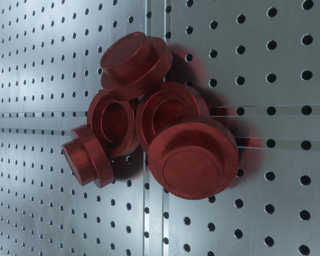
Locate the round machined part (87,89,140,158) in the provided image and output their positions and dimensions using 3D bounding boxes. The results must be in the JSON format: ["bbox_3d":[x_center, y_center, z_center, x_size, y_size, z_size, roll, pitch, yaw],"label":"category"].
[{"bbox_3d":[-0.057,-0.008,0.442,0.098,0.042,0.097,0,90,39],"label":"round machined part"}]

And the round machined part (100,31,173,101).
[{"bbox_3d":[-0.036,-0.084,0.393,0.098,0.042,0.098,-22,41,21],"label":"round machined part"}]

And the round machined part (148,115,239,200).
[{"bbox_3d":[0.035,0.038,0.333,0.098,0.042,0.097,4,118,9],"label":"round machined part"}]

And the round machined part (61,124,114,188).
[{"bbox_3d":[-0.111,0.047,0.457,0.098,0.042,0.097,46,152,35],"label":"round machined part"}]

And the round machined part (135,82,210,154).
[{"bbox_3d":[0.019,-0.006,0.380,0.098,0.042,0.097,0,90,39],"label":"round machined part"}]
